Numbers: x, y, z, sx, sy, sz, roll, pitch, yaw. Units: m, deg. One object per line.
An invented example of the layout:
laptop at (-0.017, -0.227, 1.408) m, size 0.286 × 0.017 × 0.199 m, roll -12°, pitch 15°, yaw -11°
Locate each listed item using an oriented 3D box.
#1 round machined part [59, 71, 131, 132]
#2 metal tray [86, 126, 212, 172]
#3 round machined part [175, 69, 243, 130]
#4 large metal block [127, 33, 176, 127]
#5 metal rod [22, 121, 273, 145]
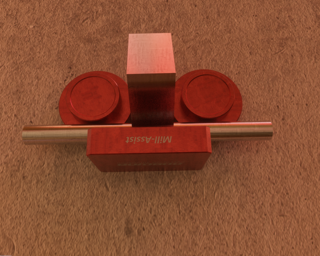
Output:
round machined part at (-0.085, -0.034, 0.410) m, size 0.099 × 0.042 × 0.098 m, roll 0°, pitch 70°, yaw -1°
metal tray at (-0.012, 0.027, 0.364) m, size 0.131 × 0.090 × 0.030 m, roll -1°, pitch 70°, yaw -1°
round machined part at (0.061, -0.037, 0.414) m, size 0.099 × 0.042 × 0.098 m, roll 0°, pitch 70°, yaw -1°
large metal block at (-0.010, -0.057, 0.373) m, size 0.050 × 0.080 × 0.080 m, roll -2°, pitch 47°, yaw -2°
metal rod at (-0.014, 0.006, 0.385) m, size 0.302 × 0.025 × 0.025 m, roll -1°, pitch 70°, yaw -1°
